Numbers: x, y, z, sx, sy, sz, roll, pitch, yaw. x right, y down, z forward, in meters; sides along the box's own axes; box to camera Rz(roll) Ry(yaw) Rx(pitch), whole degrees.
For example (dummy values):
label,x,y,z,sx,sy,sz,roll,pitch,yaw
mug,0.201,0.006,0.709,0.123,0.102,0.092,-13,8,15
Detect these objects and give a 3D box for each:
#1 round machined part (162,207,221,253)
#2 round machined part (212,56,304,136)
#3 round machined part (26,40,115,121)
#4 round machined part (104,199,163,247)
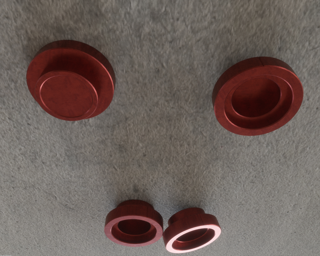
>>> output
label,x,y,z,sx,sy,sz,roll,pitch,yaw
round machined part,0.052,0.173,0.534,0.099,0.042,0.097,-11,138,-10
round machined part,0.110,-0.040,0.363,0.099,0.042,0.097,-1,130,0
round machined part,-0.103,-0.047,0.355,0.099,0.042,0.097,-1,130,0
round machined part,-0.043,0.160,0.532,0.099,0.042,0.097,0,130,0
